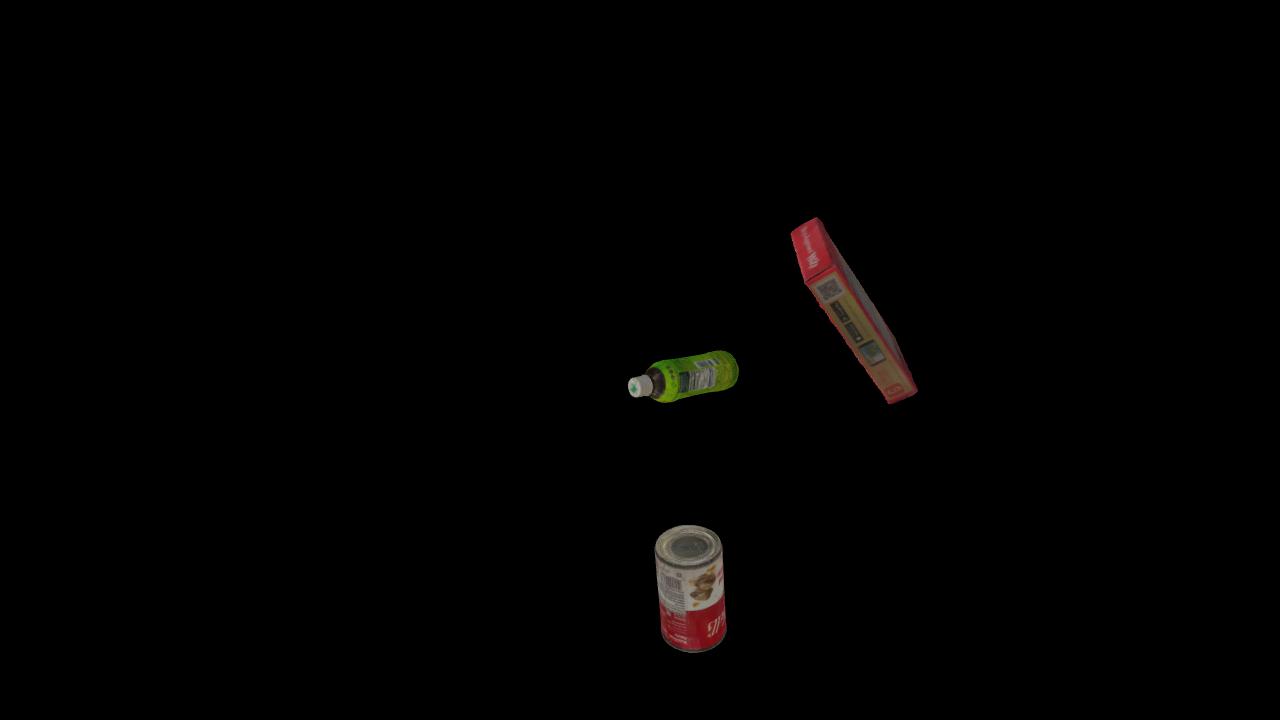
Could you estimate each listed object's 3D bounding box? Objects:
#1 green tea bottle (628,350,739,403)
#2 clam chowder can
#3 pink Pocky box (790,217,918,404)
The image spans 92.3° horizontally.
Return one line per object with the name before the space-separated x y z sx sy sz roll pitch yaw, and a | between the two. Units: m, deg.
green tea bottle | 0.069 0.028 0.989 0.212 0.073 0.073 -7 5 -43
clam chowder can | 0.050 0.225 0.611 0.068 0.102 0.068 -5 19 2
pink Pocky box | 0.181 -0.041 0.521 0.029 0.155 0.084 -30 31 24
